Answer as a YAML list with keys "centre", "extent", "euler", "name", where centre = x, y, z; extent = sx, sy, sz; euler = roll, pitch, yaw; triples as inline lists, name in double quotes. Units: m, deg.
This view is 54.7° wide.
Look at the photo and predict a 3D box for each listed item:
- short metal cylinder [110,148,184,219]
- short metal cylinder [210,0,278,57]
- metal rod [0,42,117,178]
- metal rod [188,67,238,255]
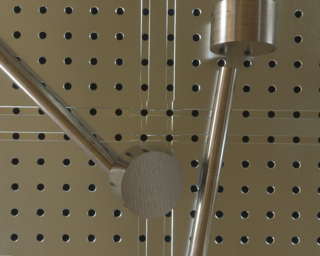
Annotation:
- centre: [-0.017, 0.066, 0.387]
  extent: [0.081, 0.050, 0.079]
  euler: [-1, 92, -24]
  name: "short metal cylinder"
- centre: [0.104, -0.123, 0.387]
  extent: [0.081, 0.080, 0.050]
  euler: [2, 90, 0]
  name: "short metal cylinder"
- centre: [-0.154, -0.039, 0.411]
  extent: [0.025, 0.025, 0.300]
  euler: [-45, 90, 0]
  name: "metal rod"
- centre: [0.067, 0.069, 0.413]
  extent: [0.025, 0.025, 0.298]
  euler: [10, 90, 0]
  name: "metal rod"
